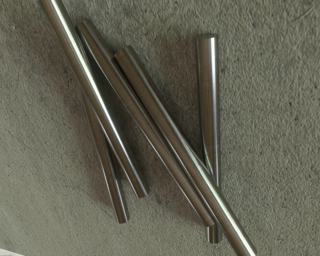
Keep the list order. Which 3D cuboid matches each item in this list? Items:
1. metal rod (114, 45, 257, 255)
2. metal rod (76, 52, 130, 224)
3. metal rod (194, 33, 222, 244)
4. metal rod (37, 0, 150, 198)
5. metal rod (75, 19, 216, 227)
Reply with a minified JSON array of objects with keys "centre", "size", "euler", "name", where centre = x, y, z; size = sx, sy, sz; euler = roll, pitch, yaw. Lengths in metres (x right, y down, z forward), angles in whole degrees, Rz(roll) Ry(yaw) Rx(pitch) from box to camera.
[{"centre":[0.034,0.034,0.383],"size":[0.025,0.025,0.299],"euler":[-29,95,37],"name":"metal rod"},{"centre":[-0.085,0.026,0.468],"size":[0.025,0.025,0.298],"euler":[5,121,25],"name":"metal rod"},{"centre":[0.065,0.034,0.393],"size":[0.025,0.025,0.298],"euler":[7,122,24],"name":"metal rod"},{"centre":[-0.076,-0.023,0.414],"size":[0.025,0.025,0.299],"euler":[-4,122,30],"name":"metal rod"},{"centre":[-0.013,-0.001,0.395],"size":[0.025,0.025,0.299],"euler":[-29,98,37],"name":"metal rod"}]
